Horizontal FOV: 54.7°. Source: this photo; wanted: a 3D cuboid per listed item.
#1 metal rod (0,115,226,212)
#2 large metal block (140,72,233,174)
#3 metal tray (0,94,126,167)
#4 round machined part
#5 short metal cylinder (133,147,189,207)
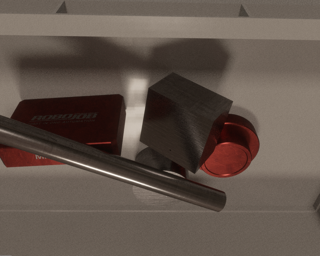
[{"bbox_3d":[-0.063,0.034,0.317,0.302,0.025,0.025,21,127,-18],"label":"metal rod"},{"bbox_3d":[0.028,-0.007,0.364,0.080,0.050,0.079,30,133,20],"label":"large metal block"},{"bbox_3d":[-0.110,0.001,0.365,0.131,0.090,0.030,-3,130,2],"label":"metal tray"},{"bbox_3d":[0.088,0.031,0.426,0.099,0.042,0.097,-1,130,0],"label":"round machined part"},{"bbox_3d":[0.002,0.070,0.453,0.081,0.050,0.079,0,130,0],"label":"short metal cylinder"}]
